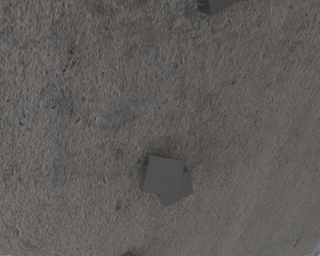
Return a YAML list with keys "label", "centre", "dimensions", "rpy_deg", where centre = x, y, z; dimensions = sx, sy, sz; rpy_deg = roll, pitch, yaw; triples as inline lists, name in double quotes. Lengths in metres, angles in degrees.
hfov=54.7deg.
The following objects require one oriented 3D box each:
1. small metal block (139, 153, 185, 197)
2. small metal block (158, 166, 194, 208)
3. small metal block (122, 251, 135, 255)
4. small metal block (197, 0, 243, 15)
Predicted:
- label: "small metal block"
  centre: [0.002, 0.065, 0.428]
  dimensions: [0.050, 0.025, 0.050]
  rpy_deg: [12, 89, -16]
- label: "small metal block"
  centre: [0.020, 0.086, 0.471]
  dimensions: [0.050, 0.025, 0.050]
  rpy_deg: [-24, 127, -14]
- label: "small metal block"
  centre: [-0.056, 0.244, 0.527]
  dimensions: [0.050, 0.025, 0.050]
  rpy_deg: [-39, 129, -2]
- label: "small metal block"
  centre: [0.066, -0.161, 0.343]
  dimensions: [0.050, 0.025, 0.050]
  rpy_deg: [-29, 128, -10]
